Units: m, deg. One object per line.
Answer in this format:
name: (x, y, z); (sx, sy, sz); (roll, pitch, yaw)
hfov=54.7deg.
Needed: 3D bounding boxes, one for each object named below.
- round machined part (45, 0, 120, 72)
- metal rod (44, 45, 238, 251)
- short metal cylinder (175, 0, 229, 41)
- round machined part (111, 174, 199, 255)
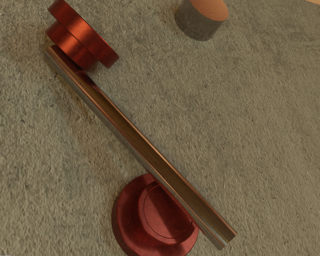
round machined part: (-0.100, -0.108, 0.382); (0.098, 0.098, 0.042); (45, 92, 3)
metal rod: (-0.035, 0.007, 0.342); (0.025, 0.025, 0.300); (-30, 66, -38)
short metal cylinder: (0.074, -0.202, 0.550); (0.081, 0.050, 0.080); (14, 56, -21)
round machined part: (0.001, 0.095, 0.336); (0.099, 0.042, 0.098); (14, 56, -21)
